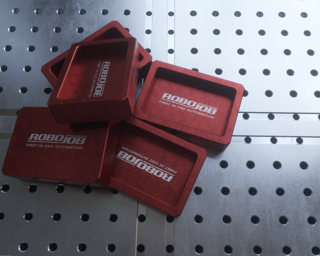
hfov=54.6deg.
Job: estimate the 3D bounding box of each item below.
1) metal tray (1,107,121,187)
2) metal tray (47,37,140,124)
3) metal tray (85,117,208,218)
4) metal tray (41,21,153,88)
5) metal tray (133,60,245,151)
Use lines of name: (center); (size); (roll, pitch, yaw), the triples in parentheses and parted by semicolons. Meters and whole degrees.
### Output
metal tray: (-0.121, 0.021, 0.383); (0.130, 0.030, 0.090); (2, 70, 15)
metal tray: (-0.076, -0.063, 0.386); (0.090, 0.030, 0.130); (-4, 46, 6)
metal tray: (-0.018, 0.045, 0.392); (0.130, 0.030, 0.090); (24, 72, 8)
metal tray: (-0.086, -0.084, 0.438); (0.130, 0.030, 0.090); (-38, 74, -13)
metal tray: (0.039, -0.031, 0.419); (0.130, 0.030, 0.090); (17, 71, 6)
